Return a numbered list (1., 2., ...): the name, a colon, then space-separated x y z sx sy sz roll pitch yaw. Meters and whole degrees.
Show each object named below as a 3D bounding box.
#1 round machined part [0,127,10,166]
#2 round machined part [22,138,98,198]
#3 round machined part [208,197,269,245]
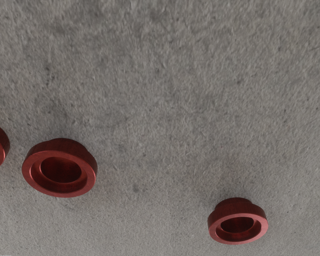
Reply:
1. round machined part: -0.261 0.028 0.416 0.099 0.042 0.097 -1 130 0
2. round machined part: -0.138 0.052 0.438 0.099 0.042 0.097 -1 130 0
3. round machined part: 0.131 0.156 0.531 0.099 0.042 0.097 -1 130 0
